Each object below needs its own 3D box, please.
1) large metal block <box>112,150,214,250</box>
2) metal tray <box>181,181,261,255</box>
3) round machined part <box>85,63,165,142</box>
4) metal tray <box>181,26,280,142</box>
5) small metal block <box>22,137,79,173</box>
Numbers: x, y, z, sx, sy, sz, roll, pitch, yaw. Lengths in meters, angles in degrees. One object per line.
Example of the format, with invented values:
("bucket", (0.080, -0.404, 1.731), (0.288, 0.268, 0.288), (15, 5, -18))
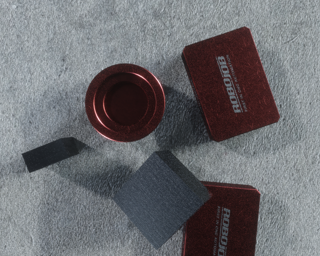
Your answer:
("large metal block", (0.004, 0.084, 0.379), (0.080, 0.050, 0.080), (45, 103, 17))
("metal tray", (0.078, 0.139, 0.409), (0.091, 0.030, 0.129), (5, 90, -1))
("round machined part", (-0.043, -0.031, 0.401), (0.099, 0.042, 0.097), (0, 90, -1))
("metal tray", (0.091, -0.056, 0.409), (0.090, 0.030, 0.129), (-19, 90, -1))
("small metal block", (-0.138, 0.033, 0.396), (0.050, 0.050, 0.025), (-22, 90, 0))
